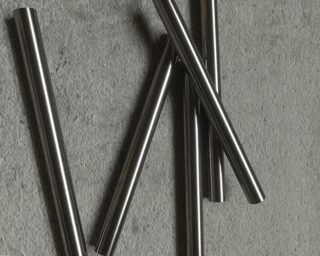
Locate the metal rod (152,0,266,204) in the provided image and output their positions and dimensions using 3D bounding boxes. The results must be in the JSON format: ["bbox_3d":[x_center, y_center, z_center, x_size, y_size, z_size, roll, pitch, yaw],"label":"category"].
[{"bbox_3d":[0.068,-0.033,0.405,0.025,0.025,0.299,-30,100,-17],"label":"metal rod"}]

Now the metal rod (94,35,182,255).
[{"bbox_3d":[-0.023,0.013,0.400,0.025,0.025,0.299,21,83,-19],"label":"metal rod"}]

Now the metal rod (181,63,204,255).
[{"bbox_3d":[0.045,0.054,0.425,0.025,0.025,0.298,-2,91,-20],"label":"metal rod"}]

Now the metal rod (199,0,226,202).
[{"bbox_3d":[0.074,-0.047,0.435,0.025,0.025,0.298,-3,91,-20],"label":"metal rod"}]

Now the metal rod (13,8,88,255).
[{"bbox_3d":[-0.126,0.014,0.362,0.025,0.025,0.298,-12,94,-20],"label":"metal rod"}]
